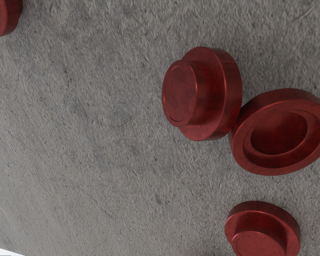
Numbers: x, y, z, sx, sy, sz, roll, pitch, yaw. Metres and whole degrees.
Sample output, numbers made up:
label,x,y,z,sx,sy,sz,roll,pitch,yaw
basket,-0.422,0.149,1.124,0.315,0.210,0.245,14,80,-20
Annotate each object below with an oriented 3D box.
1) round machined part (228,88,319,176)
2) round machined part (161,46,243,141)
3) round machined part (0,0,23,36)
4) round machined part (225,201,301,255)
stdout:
label,x,y,z,sx,sy,sz,roll,pitch,yaw
round machined part,0.119,0.001,0.317,0.099,0.042,0.097,-1,128,-1
round machined part,0.036,-0.035,0.321,0.098,0.042,0.097,5,96,62
round machined part,-0.223,-0.171,0.407,0.098,0.042,0.097,13,124,21
round machined part,0.135,0.150,0.417,0.098,0.042,0.097,13,124,21
